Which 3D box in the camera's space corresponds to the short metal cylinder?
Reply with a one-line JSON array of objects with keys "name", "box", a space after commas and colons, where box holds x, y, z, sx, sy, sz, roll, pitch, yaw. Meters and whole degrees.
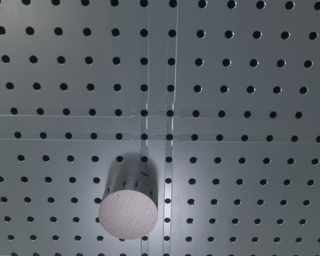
[{"name": "short metal cylinder", "box": [-0.043, 0.109, 0.440, 0.080, 0.050, 0.079, 0, 110, 0]}]
